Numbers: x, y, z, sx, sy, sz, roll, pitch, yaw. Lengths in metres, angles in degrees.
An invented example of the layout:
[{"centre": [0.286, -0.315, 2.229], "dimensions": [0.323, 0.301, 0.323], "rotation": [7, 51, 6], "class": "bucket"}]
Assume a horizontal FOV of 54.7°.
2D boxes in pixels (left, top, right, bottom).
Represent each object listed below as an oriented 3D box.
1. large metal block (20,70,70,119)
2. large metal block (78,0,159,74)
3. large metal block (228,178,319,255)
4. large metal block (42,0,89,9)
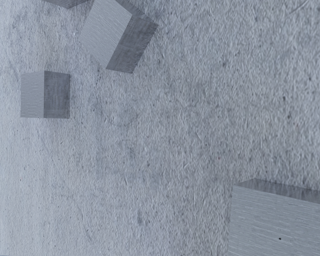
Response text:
[{"centre": [-0.208, -0.058, 0.561], "dimensions": [0.080, 0.050, 0.079], "rotation": [2, 92, 40], "class": "large metal block"}, {"centre": [-0.061, -0.136, 0.439], "dimensions": [0.080, 0.050, 0.080], "rotation": [47, 118, 29], "class": "large metal block"}, {"centre": [0.115, 0.098, 0.294], "dimensions": [0.080, 0.050, 0.079], "rotation": [6, 94, 40], "class": "large metal block"}, {"centre": [-0.161, -0.239, 0.502], "dimensions": [0.080, 0.081, 0.050], "rotation": [1, 91, 40], "class": "large metal block"}]
